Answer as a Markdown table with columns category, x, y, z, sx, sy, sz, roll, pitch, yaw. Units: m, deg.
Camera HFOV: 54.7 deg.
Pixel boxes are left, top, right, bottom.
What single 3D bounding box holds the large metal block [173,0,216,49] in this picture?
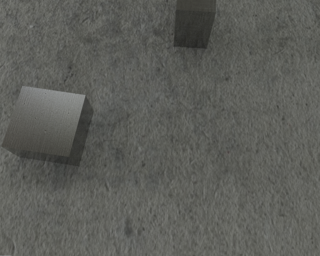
| category | x | y | z | sx | sy | sz | roll | pitch | yaw |
| --- | --- | --- | --- | --- | --- | --- | --- | --- | --- |
| large metal block | 0.049 | -0.172 | 0.442 | 0.050 | 0.080 | 0.080 | 4 | 70 | 1 |

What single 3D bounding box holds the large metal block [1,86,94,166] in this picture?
| category | x | y | z | sx | sy | sz | roll | pitch | yaw |
| --- | --- | --- | --- | --- | --- | --- | --- | --- | --- |
| large metal block | -0.138 | -0.001 | 0.394 | 0.080 | 0.050 | 0.080 | 9 | 70 | 3 |
